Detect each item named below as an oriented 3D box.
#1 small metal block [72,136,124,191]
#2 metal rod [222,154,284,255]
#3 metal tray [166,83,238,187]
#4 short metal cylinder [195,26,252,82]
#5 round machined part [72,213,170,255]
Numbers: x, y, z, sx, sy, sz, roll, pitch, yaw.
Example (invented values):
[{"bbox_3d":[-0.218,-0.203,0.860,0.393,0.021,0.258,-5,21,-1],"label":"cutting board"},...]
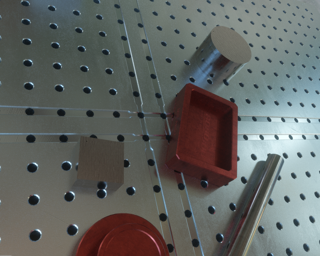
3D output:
[{"bbox_3d":[-0.069,0.040,0.348,0.050,0.025,0.050,11,57,-23],"label":"small metal block"},{"bbox_3d":[0.101,0.136,0.381,0.025,0.025,0.301,42,51,0],"label":"metal rod"},{"bbox_3d":[0.063,0.007,0.436,0.091,0.030,0.130,22,53,-16],"label":"metal tray"},{"bbox_3d":[0.108,-0.126,0.530,0.081,0.050,0.080,14,56,-21],"label":"short metal cylinder"},{"bbox_3d":[-0.033,0.131,0.301,0.099,0.042,0.098,14,56,-21],"label":"round machined part"}]
